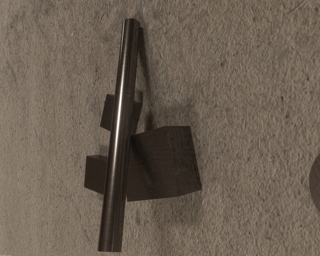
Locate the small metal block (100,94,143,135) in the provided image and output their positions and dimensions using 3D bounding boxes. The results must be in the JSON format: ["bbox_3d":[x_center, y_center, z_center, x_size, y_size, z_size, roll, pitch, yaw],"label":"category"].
[{"bbox_3d":[-0.057,-0.018,0.450,0.050,0.025,0.050,23,104,37],"label":"small metal block"}]

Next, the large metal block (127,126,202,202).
[{"bbox_3d":[-0.002,0.045,0.388,0.080,0.050,0.080,-16,80,38],"label":"large metal block"}]

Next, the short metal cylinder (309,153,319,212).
[{"bbox_3d":[0.170,0.044,0.248,0.080,0.050,0.079,0,90,39],"label":"short metal cylinder"}]

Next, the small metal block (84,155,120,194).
[{"bbox_3d":[-0.089,0.071,0.476,0.050,0.025,0.050,9,96,39],"label":"small metal block"}]

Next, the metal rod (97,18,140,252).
[{"bbox_3d":[-0.047,-0.008,0.383,0.025,0.025,0.299,-15,62,38],"label":"metal rod"}]
